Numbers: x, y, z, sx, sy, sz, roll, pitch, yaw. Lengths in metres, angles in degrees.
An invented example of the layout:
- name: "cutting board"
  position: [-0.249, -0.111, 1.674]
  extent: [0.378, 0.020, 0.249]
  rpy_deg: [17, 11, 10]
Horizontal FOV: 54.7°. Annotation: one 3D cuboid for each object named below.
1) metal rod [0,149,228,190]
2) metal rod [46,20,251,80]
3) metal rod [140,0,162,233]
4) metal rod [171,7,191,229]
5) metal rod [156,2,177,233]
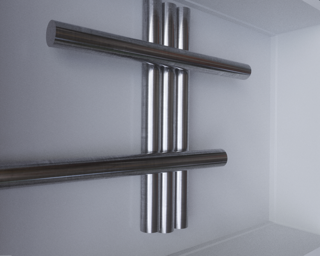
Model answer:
- name: "metal rod"
  position: [-0.043, 0.042, 0.346]
  extent: [0.303, 0.025, 0.025]
  rpy_deg: [-1, 91, -33]
- name: "metal rod"
  position: [0.015, -0.087, 0.384]
  extent: [0.302, 0.025, 0.025]
  rpy_deg: [0, 90, -40]
- name: "metal rod"
  position: [-0.011, -0.019, 0.396]
  extent: [0.025, 0.025, 0.298]
  rpy_deg: [1, 90, -40]
- name: "metal rod"
  position: [0.028, -0.014, 0.427]
  extent: [0.025, 0.025, 0.298]
  rpy_deg: [1, 89, -40]
- name: "metal rod"
  position: [0.008, -0.014, 0.412]
  extent: [0.025, 0.025, 0.298]
  rpy_deg: [1, 89, -40]
